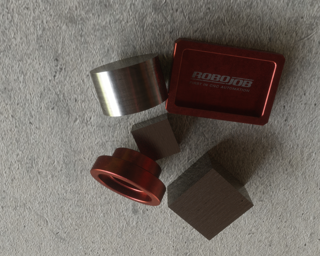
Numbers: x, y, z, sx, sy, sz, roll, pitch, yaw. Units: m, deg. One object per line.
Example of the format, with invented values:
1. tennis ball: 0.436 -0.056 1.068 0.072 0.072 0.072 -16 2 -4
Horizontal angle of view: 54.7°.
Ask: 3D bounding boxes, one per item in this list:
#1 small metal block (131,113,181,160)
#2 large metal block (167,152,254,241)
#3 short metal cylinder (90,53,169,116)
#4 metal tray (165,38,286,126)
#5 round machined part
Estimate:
1. small metal block: -0.005 0.014 0.415 0.050 0.025 0.050 -20 109 7
2. large metal block: 0.067 0.095 0.432 0.080 0.050 0.080 42 105 -14
3. short metal cylinder: -0.035 -0.052 0.361 0.080 0.080 0.050 -13 110 4
4. metal tray: 0.077 -0.057 0.386 0.131 0.030 0.089 8 110 -3
5. round machined part: -0.037 0.061 0.404 0.098 0.098 0.042 31 64 -11
